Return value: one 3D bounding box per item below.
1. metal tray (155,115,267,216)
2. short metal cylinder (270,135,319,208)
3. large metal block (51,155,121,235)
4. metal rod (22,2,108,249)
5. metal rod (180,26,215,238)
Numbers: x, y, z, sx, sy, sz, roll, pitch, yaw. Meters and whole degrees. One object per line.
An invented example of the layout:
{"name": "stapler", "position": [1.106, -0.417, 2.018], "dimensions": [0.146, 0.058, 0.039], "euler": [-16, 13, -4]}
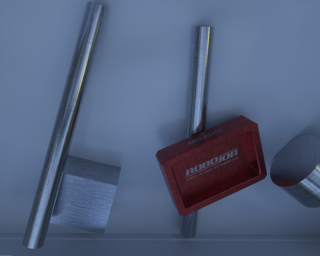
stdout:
{"name": "metal tray", "position": [0.070, 0.049, 0.405], "dimensions": [0.131, 0.030, 0.090], "euler": [-23, 115, -9]}
{"name": "short metal cylinder", "position": [0.194, 0.056, 0.406], "dimensions": [0.050, 0.080, 0.080], "euler": [37, 106, -13]}
{"name": "large metal block", "position": [-0.105, 0.092, 0.430], "dimensions": [0.081, 0.050, 0.079], "euler": [15, 109, -6]}
{"name": "metal rod", "position": [-0.115, 0.001, 0.372], "dimensions": [0.025, 0.025, 0.298], "euler": [16, 95, -6]}
{"name": "metal rod", "position": [0.047, 0.019, 0.418], "dimensions": [0.025, 0.025, 0.298], "euler": [2, 110, -1]}
